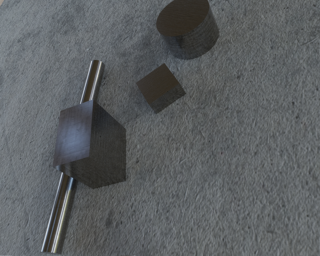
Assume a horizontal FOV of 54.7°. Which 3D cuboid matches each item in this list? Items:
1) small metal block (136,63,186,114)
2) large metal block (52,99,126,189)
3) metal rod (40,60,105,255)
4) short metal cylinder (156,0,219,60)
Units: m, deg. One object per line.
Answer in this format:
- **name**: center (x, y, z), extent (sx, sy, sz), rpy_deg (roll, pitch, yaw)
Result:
- **small metal block**: center (0.001, -0.056, 0.438), extent (0.050, 0.025, 0.050), rpy_deg (-34, 51, 5)
- **large metal block**: center (-0.086, 0.023, 0.399), extent (0.050, 0.080, 0.080), rpy_deg (-17, 55, 19)
- **metal rod**: center (-0.120, 0.023, 0.452), extent (0.025, 0.025, 0.299), rpy_deg (-8, 58, 24)
- **short metal cylinder**: center (0.041, -0.148, 0.457), extent (0.080, 0.050, 0.080), rpy_deg (-13, 56, 21)
